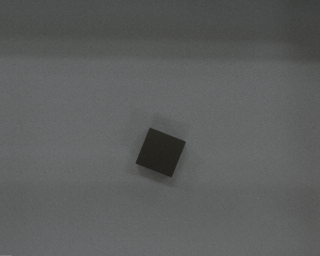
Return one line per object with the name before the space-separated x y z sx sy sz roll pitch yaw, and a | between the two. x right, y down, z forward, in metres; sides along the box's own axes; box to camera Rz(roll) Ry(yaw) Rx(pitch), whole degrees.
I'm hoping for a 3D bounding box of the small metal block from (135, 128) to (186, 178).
small metal block | 0.001 0.032 0.412 0.050 0.025 0.050 22 90 -1
